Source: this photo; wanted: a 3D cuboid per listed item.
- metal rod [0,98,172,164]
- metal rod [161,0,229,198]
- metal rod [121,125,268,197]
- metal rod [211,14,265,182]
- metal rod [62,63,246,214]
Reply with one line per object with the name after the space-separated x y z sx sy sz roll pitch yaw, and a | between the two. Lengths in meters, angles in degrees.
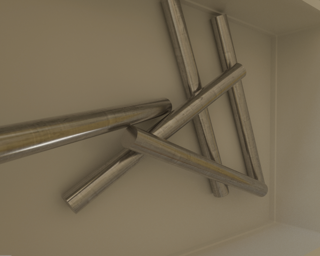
-0.065 -0.003 0.281 0.302 0.025 0.025 -20 104 -60 | metal rod
0.055 -0.036 0.451 0.025 0.025 0.298 -27 107 -37 | metal rod
0.069 0.057 0.425 0.301 0.025 0.025 25 74 -42 | metal rod
0.133 -0.035 0.517 0.025 0.025 0.298 -28 107 -37 | metal rod
0.011 -0.002 0.393 0.302 0.025 0.025 -38 114 -26 | metal rod
